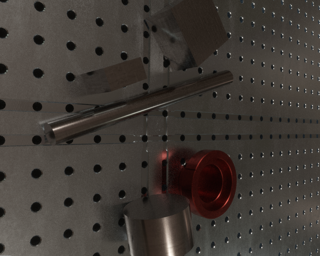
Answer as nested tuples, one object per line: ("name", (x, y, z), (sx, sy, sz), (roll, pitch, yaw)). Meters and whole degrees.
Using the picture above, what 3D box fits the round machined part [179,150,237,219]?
("round machined part", (0.066, 0.080, 0.456), (0.099, 0.042, 0.097), (0, 90, -40))

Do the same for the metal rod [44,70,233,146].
("metal rod", (-0.002, -0.038, 0.409), (0.302, 0.025, 0.025), (-22, 104, -38))

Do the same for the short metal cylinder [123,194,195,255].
("short metal cylinder", (-0.001, 0.117, 0.375), (0.081, 0.080, 0.050), (-13, 99, -40))

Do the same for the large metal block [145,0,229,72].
("large metal block", (0.040, -0.136, 0.428), (0.080, 0.050, 0.080), (-44, 117, -31))

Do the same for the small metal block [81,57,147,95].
("small metal block", (-0.052, -0.058, 0.351), (0.050, 0.050, 0.025), (-27, 108, -37))
